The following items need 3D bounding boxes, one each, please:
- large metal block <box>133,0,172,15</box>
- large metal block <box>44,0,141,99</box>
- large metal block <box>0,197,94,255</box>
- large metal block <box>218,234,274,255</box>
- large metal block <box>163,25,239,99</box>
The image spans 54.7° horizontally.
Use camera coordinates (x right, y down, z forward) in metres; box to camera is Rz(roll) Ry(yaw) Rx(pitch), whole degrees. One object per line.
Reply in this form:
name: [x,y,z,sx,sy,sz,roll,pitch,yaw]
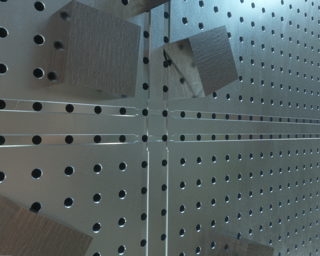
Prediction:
large metal block: [0.013,-0.192,0.386,0.080,0.080,0.050,-44,117,-31]
large metal block: [-0.071,-0.078,0.334,0.081,0.050,0.080,8,85,-40]
large metal block: [-0.125,0.122,0.290,0.080,0.050,0.080,39,66,-33]
large metal block: [0.140,0.229,0.514,0.080,0.050,0.080,25,74,-38]
large metal block: [0.061,-0.094,0.446,0.081,0.050,0.080,-30,109,-36]
